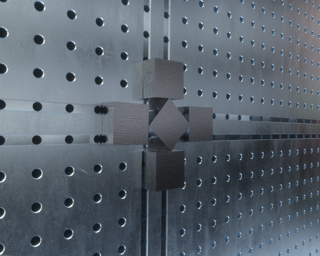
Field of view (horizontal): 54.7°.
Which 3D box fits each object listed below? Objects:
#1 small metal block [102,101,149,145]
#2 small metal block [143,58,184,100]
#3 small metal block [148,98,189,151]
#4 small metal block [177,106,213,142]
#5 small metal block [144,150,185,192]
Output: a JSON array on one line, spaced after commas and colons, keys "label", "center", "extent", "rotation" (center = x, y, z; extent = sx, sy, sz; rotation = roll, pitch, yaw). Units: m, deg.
[{"label": "small metal block", "center": [-0.041, -0.005, 0.376], "extent": [0.050, 0.025, 0.050], "rotation": [2, 89, -40]}, {"label": "small metal block", "center": [0.005, -0.064, 0.415], "extent": [0.050, 0.025, 0.050], "rotation": [-1, 91, -40]}, {"label": "small metal block", "center": [0.005, -0.004, 0.415], "extent": [0.050, 0.025, 0.050], "rotation": [50, 61, -29]}, {"label": "small metal block", "center": [0.051, -0.005, 0.454], "extent": [0.050, 0.025, 0.050], "rotation": [0, 90, -40]}, {"label": "small metal block", "center": [0.006, 0.056, 0.416], "extent": [0.050, 0.025, 0.050], "rotation": [0, 90, -40]}]
